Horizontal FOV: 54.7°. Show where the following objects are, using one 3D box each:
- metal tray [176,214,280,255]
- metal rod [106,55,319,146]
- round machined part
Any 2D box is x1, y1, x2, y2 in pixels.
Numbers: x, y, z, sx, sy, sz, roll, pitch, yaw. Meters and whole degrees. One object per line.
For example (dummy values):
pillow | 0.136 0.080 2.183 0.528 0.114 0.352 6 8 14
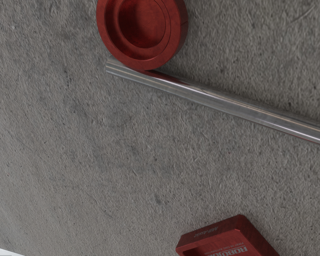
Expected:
metal tray | 0.098 0.189 0.468 0.090 0.030 0.129 49 129 -7
metal rod | 0.074 -0.029 0.349 0.301 0.025 0.025 21 126 15
round machined part | -0.015 -0.115 0.333 0.098 0.042 0.097 13 124 21
